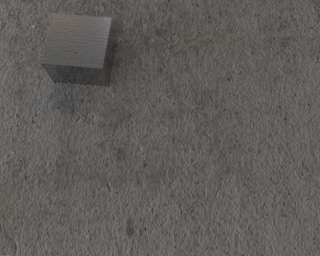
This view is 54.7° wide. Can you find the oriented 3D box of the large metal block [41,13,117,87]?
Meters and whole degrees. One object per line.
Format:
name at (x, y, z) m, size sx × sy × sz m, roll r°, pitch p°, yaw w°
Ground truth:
large metal block at (-0.110, -0.108, 0.433) m, size 0.080 × 0.050 × 0.080 m, roll 5°, pitch 70°, yaw 2°
